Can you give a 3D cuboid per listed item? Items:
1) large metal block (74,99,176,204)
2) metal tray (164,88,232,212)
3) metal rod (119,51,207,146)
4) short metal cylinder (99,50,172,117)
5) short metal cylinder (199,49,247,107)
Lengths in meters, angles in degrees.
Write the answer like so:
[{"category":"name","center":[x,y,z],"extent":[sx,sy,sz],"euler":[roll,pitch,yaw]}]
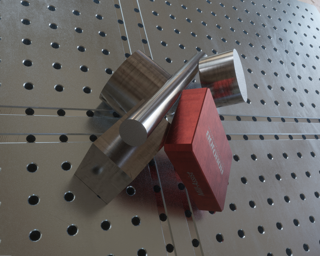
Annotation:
[{"category":"large metal block","center":[-0.038,0.026,0.337],"extent":[0.050,0.080,0.080],"euler":[43,51,1]},{"category":"metal tray","center":[0.052,0.028,0.366],"extent":[0.130,0.030,0.090],"euler":[61,37,-41]},{"category":"metal rod","center":[0.023,-0.056,0.387],"extent":[0.025,0.025,0.301],"euler":[40,30,-2]},{"category":"short metal cylinder","center":[-0.030,-0.051,0.388],"extent":[0.050,0.080,0.080],"euler":[40,51,-2]},{"category":"short metal cylinder","center":[0.096,-0.073,0.465],"extent":[0.080,0.050,0.080],"euler":[40,45,-55]}]
